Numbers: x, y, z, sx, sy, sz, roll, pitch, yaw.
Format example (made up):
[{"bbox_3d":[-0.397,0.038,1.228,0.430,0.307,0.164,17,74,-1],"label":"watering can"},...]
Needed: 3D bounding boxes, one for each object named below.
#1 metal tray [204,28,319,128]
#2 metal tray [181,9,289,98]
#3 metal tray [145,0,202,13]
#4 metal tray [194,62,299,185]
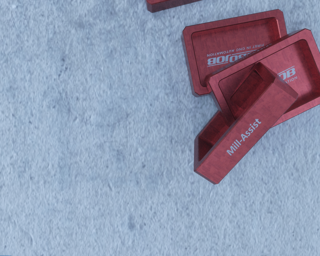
[{"bbox_3d":[0.132,-0.051,0.379,0.130,0.030,0.090,-27,101,4],"label":"metal tray"},{"bbox_3d":[0.100,-0.097,0.408,0.131,0.030,0.089,-11,90,-1],"label":"metal tray"},{"bbox_3d":[0.012,-0.229,0.407,0.091,0.030,0.129,-15,90,-1],"label":"metal tray"},{"bbox_3d":[0.090,-0.008,0.356,0.030,0.090,0.129,34,112,-8],"label":"metal tray"}]
